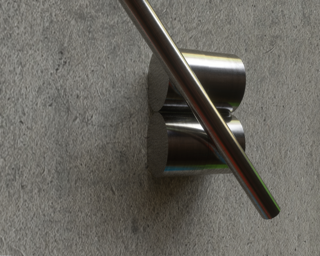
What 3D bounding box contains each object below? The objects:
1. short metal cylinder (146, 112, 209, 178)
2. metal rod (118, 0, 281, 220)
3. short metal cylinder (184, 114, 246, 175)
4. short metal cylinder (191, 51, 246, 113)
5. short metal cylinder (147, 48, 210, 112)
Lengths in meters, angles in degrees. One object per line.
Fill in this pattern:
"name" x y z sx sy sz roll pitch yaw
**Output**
"short metal cylinder" 0.019 0.021 0.388 0.050 0.080 0.079 1 90 -20
"metal rod" 0.050 -0.018 0.344 0.025 0.025 0.299 -38 103 -16
"short metal cylinder" 0.067 0.021 0.406 0.050 0.080 0.079 1 90 -20
"short metal cylinder" 0.067 -0.059 0.406 0.050 0.080 0.079 1 90 -20
"short metal cylinder" 0.020 -0.060 0.389 0.050 0.080 0.079 1 90 -20
